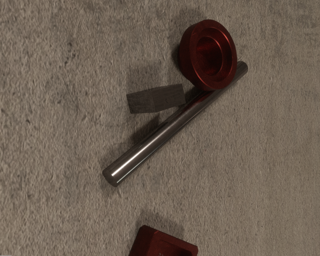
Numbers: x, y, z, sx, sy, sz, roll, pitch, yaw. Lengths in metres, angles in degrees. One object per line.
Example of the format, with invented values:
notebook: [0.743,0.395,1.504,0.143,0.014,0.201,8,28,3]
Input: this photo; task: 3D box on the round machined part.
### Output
round machined part: [0.064,-0.102,0.447,0.099,0.042,0.097,2,86,-39]

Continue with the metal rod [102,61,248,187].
metal rod: [0.040,-0.022,0.440,0.302,0.025,0.025,-39,114,-33]

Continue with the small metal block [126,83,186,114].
small metal block: [-0.005,-0.036,0.386,0.050,0.050,0.025,-20,103,-39]

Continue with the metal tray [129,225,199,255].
metal tray: [-0.008,0.202,0.397,0.090,0.030,0.130,35,68,-35]
